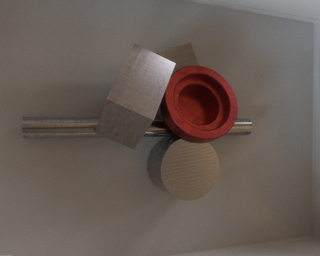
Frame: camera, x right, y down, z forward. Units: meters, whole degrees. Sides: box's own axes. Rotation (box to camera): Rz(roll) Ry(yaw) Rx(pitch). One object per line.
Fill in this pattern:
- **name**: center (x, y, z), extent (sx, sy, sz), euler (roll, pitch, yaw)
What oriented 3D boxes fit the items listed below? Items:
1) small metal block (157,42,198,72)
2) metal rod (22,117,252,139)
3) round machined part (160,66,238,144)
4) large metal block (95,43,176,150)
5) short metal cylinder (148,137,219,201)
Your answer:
- **small metal block**: center (0.023, -0.082, 0.419), extent (0.050, 0.025, 0.050), euler (-22, 98, -19)
- **metal rod**: center (-0.013, -0.001, 0.403), extent (0.303, 0.025, 0.025), euler (0, 90, -21)
- **round machined part**: center (0.046, -0.027, 0.398), extent (0.099, 0.042, 0.098), euler (6, 70, -18)
- **large metal block**: center (-0.030, -0.033, 0.354), extent (0.050, 0.080, 0.080), euler (25, 59, -8)
- **short metal cylinder**: center (0.030, 0.050, 0.407), extent (0.081, 0.050, 0.079), euler (0, 90, -21)
